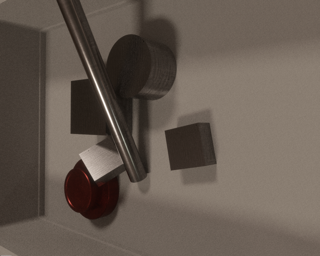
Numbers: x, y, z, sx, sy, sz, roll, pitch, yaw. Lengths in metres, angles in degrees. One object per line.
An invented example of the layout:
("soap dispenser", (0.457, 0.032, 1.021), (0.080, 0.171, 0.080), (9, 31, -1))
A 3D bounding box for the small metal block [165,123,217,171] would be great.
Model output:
("small metal block", (0.036, 0.023, 0.375), (0.050, 0.025, 0.050), (-14, 81, 38))

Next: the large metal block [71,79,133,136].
("large metal block", (-0.087, -0.030, 0.460), (0.080, 0.050, 0.079), (1, 91, 39))

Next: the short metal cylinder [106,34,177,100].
("short metal cylinder", (-0.025, -0.078, 0.409), (0.080, 0.050, 0.079), (0, 90, 39))

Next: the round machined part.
("round machined part", (-0.113, 0.095, 0.487), (0.098, 0.042, 0.097), (0, 90, 39))

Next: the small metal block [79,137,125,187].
("small metal block", (-0.082, 0.049, 0.454), (0.050, 0.025, 0.050), (-31, 62, -13))

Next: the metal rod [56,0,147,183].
("metal rod", (-0.077, -0.065, 0.387), (0.025, 0.025, 0.298), (-4, 113, 39))
